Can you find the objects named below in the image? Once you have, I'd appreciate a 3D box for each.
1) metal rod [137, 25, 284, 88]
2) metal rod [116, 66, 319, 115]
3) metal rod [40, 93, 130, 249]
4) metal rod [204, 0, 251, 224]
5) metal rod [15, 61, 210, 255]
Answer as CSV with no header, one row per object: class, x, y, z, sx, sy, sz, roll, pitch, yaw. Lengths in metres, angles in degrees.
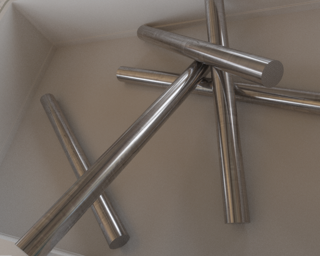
metal rod,0.036,-0.103,0.396,0.025,0.025,0.300,-44,34,-3
metal rod,0.061,-0.054,0.406,0.300,0.025,0.025,14,69,34
metal rod,-0.120,0.040,0.444,0.025,0.025,0.300,-41,51,1
metal rod,0.074,-0.044,0.363,0.025,0.025,0.299,-11,67,22
metal rod,-0.021,0.005,0.325,0.025,0.025,0.301,16,49,34
